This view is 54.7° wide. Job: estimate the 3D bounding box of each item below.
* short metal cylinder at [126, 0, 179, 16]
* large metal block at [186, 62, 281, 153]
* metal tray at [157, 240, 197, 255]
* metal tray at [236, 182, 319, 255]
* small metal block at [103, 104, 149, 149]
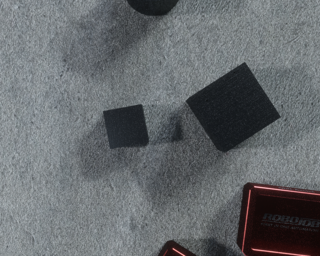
[{"bbox_3d":[-0.010,-0.193,0.397,0.081,0.050,0.080,0,90,0],"label":"short metal cylinder"},{"bbox_3d":[0.091,-0.025,0.398,0.080,0.050,0.080,-33,90,0],"label":"large metal block"},{"bbox_3d":[0.015,0.228,0.407,0.090,0.030,0.130,33,90,0],"label":"metal tray"},{"bbox_3d":[0.174,0.126,0.409,0.131,0.030,0.089,7,90,0],"label":"metal tray"},{"bbox_3d":[-0.044,-0.002,0.410,0.050,0.025,0.050,-11,90,0],"label":"small metal block"}]
